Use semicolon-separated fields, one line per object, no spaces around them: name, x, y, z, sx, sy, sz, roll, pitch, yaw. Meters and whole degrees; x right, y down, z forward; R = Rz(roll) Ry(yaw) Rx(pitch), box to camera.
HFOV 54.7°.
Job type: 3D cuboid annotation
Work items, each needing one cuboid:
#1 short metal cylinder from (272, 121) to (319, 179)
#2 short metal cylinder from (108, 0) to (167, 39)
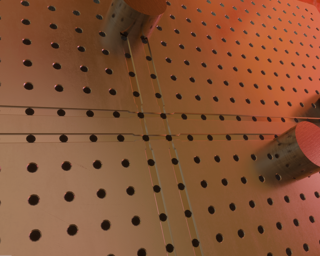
short metal cylinder;0.230;0.036;0.497;0.081;0.050;0.080;14;56;-21
short metal cylinder;-0.036;-0.189;0.489;0.081;0.050;0.080;14;56;-21
